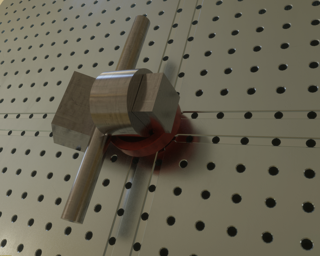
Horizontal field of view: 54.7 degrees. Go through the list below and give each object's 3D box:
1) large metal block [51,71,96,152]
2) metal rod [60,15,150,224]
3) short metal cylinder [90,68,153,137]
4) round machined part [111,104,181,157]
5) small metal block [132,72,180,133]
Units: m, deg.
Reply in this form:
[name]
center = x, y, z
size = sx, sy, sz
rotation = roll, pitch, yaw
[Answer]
[large metal block]
center = -0.110, -0.019, 0.433
size = 0.050, 0.080, 0.080
rotation = 19, 65, -9
[metal rod]
center = -0.062, -0.029, 0.404
size = 0.025, 0.025, 0.300
rotation = 1, 62, 28
[short metal cylinder]
center = -0.038, -0.029, 0.371
size = 0.050, 0.080, 0.080
rotation = 1, 62, 28
[round machined part]
center = -0.017, -0.007, 0.408
size = 0.098, 0.042, 0.098
rotation = -13, 56, 20
[small metal block]
center = -0.003, -0.028, 0.355
size = 0.025, 0.050, 0.050
rotation = 1, 63, 28
